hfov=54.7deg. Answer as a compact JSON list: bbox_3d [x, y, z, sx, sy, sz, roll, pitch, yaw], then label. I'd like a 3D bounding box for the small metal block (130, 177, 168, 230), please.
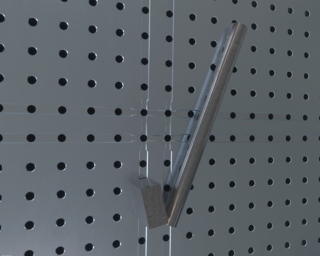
[{"bbox_3d":[-0.015,0.094,0.394,0.025,0.050,0.050,-13,95,-20],"label":"small metal block"}]

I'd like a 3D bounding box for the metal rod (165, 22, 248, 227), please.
[{"bbox_3d":[0.064,-0.010,0.436,0.025,0.025,0.299,23,82,-19],"label":"metal rod"}]
